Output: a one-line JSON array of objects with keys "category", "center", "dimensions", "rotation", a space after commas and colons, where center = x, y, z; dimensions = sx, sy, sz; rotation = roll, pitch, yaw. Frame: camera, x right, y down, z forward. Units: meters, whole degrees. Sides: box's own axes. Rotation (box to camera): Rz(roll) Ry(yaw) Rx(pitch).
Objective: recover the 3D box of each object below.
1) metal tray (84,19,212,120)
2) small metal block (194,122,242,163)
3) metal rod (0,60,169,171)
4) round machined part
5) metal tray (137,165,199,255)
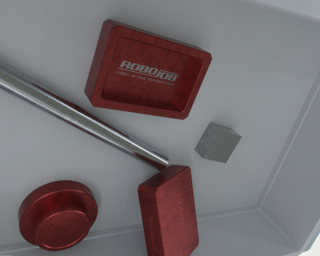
[{"category": "metal tray", "center": [-0.012, -0.062, 0.361], "dimensions": [0.131, 0.030, 0.089], "rotation": [7, 115, -32]}, {"category": "small metal block", "center": [0.089, 0.023, 0.474], "dimensions": [0.050, 0.025, 0.050], "rotation": [15, 111, -35]}, {"category": "metal rod", "center": [-0.096, -0.014, 0.348], "dimensions": [0.301, 0.025, 0.025], "rotation": [33, 100, -39]}, {"category": "round machined part", "center": [-0.129, 0.120, 0.402], "dimensions": [0.099, 0.042, 0.097], "rotation": [-14, 125, -21]}, {"category": "metal tray", "center": [0.016, 0.127, 0.439], "dimensions": [0.091, 0.030, 0.129], "rotation": [-23, 109, -53]}]
